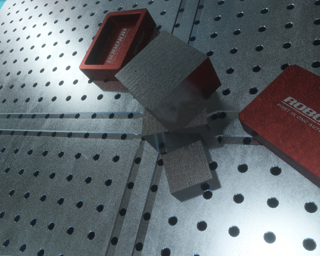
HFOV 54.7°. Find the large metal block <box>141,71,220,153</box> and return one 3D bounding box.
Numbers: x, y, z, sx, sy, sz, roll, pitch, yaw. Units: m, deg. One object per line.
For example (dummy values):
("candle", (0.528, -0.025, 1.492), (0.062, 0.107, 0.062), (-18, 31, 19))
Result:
("large metal block", (0.027, -0.020, 0.391), (0.080, 0.050, 0.080), (-11, 57, 22))

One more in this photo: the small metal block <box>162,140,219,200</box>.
("small metal block", (0.034, 0.049, 0.360), (0.050, 0.025, 0.050), (-24, 53, 14))

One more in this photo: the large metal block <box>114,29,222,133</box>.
("large metal block", (0.009, -0.055, 0.357), (0.080, 0.050, 0.080), (-44, 51, -2))

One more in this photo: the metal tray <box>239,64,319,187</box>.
("metal tray", (0.160, -0.002, 0.322), (0.090, 0.030, 0.130), (-44, 51, -2))

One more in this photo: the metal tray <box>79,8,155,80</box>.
("metal tray", (-0.073, -0.144, 0.531), (0.090, 0.030, 0.130), (7, 65, 31))
